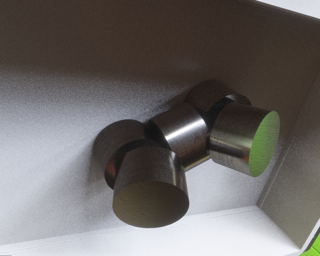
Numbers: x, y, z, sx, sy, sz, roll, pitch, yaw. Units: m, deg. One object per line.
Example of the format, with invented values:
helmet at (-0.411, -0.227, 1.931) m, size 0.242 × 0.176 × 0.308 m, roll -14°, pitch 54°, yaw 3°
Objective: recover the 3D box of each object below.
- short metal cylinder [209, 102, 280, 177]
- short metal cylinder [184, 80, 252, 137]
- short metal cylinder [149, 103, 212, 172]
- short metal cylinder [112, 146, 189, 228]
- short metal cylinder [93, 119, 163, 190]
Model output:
short metal cylinder at (0.103, 0.013, 0.372) m, size 0.081 × 0.050 × 0.079 m, roll -24°, pitch 123°, yaw -44°
short metal cylinder at (0.077, -0.019, 0.423) m, size 0.081 × 0.050 × 0.079 m, roll -14°, pitch 125°, yaw -21°
short metal cylinder at (0.026, 0.014, 0.396) m, size 0.050 × 0.080 × 0.080 m, roll -27°, pitch 128°, yaw -12°
short metal cylinder at (-0.010, 0.067, 0.344) m, size 0.081 × 0.050 × 0.079 m, roll -2°, pitch 129°, yaw -2°
short metal cylinder at (-0.038, 0.036, 0.393) m, size 0.081 × 0.050 × 0.079 m, roll -14°, pitch 125°, yaw -21°
